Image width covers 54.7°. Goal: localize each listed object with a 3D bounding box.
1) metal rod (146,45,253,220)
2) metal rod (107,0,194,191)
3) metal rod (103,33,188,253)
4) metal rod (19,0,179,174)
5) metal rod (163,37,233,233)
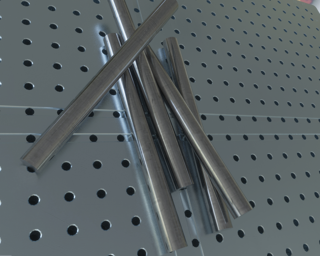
[{"bbox_3d":[0.029,-0.020,0.416,0.025,0.025,0.299,-13,62,-34],"label":"metal rod"},{"bbox_3d":[-0.018,-0.062,0.423,0.025,0.025,0.299,-9,71,-33],"label":"metal rod"},{"bbox_3d":[-0.026,0.002,0.394,0.025,0.025,0.299,-5,64,-31],"label":"metal rod"},{"bbox_3d":[-0.058,-0.072,0.385,0.025,0.025,0.301,36,62,-5],"label":"metal rod"},{"bbox_3d":[0.047,-0.008,0.439,0.025,0.025,0.299,2,61,-28],"label":"metal rod"}]
